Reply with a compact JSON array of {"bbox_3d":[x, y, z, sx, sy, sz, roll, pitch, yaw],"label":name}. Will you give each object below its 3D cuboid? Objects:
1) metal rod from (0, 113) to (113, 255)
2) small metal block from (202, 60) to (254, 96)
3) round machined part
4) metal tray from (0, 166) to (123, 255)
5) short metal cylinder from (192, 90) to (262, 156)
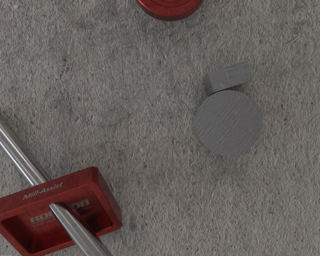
[{"bbox_3d":[-0.130,0.091,0.386,0.025,0.025,0.300,-42,82,0],"label":"metal rod"},{"bbox_3d":[0.085,-0.063,0.398,0.050,0.050,0.025,-18,90,0],"label":"small metal block"},{"bbox_3d":[0.013,-0.187,0.402,0.099,0.042,0.097,0,90,0],"label":"round machined part"},{"bbox_3d":[-0.123,0.107,0.383,0.131,0.030,0.090,-19,125,0],"label":"metal tray"},{"bbox_3d":[0.083,-0.006,0.398,0.081,0.050,0.080,0,90,0],"label":"short metal cylinder"}]
